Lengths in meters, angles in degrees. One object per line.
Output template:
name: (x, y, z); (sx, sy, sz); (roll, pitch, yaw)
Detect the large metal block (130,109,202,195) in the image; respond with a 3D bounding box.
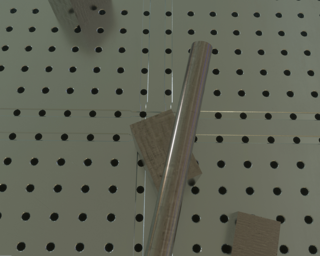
large metal block: (0.005, 0.036, 0.370); (0.050, 0.080, 0.080); (-22, 72, -8)

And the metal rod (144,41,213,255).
metal rod: (0.016, 0.043, 0.311); (0.025, 0.025, 0.299); (12, 70, 4)

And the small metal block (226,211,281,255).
small metal block: (0.110, 0.130, 0.365); (0.050, 0.025, 0.050); (13, 70, 4)

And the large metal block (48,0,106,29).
large metal block: (-0.123, -0.210, 0.458); (0.050, 0.080, 0.080); (30, 73, 10)
